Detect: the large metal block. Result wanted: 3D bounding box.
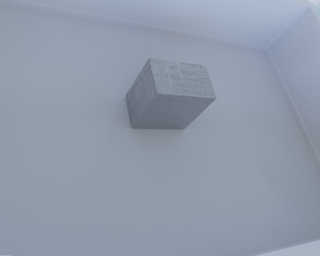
[{"bbox_3d":[0.011,-0.040,0.397,0.081,0.080,0.050,1,61,-28],"label":"large metal block"}]
